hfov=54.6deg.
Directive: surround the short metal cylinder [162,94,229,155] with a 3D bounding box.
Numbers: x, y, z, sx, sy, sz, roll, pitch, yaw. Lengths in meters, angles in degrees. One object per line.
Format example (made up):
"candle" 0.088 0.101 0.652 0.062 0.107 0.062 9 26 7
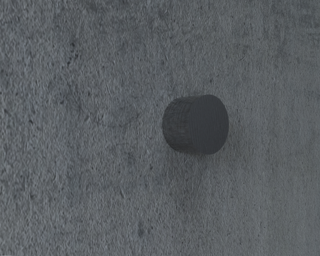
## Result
"short metal cylinder" 0.050 -0.005 0.429 0.081 0.050 0.080 0 90 -40
